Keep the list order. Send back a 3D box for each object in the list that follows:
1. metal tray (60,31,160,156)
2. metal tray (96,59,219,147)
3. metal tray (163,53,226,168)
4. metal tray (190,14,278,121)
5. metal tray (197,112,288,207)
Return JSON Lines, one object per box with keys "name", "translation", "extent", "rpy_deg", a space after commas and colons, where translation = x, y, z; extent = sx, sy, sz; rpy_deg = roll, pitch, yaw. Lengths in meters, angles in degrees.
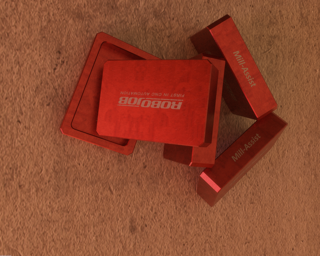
{"name": "metal tray", "translation": [-0.059, -0.041, 0.387], "extent": [0.091, 0.030, 0.129], "rpy_deg": [21, 83, -19]}
{"name": "metal tray", "translation": [-0.005, -0.029, 0.349], "extent": [0.130, 0.030, 0.089], "rpy_deg": [5, 88, 24]}
{"name": "metal tray", "translation": [0.040, -0.020, 0.392], "extent": [0.030, 0.090, 0.129], "rpy_deg": [7, 88, -20]}
{"name": "metal tray", "translation": [0.094, -0.076, 0.409], "extent": [0.030, 0.090, 0.130], "rpy_deg": [-32, 101, -3]}
{"name": "metal tray", "translation": [0.107, 0.043, 0.417], "extent": [0.130, 0.090, 0.030], "rpy_deg": [-40, 68, -15]}
